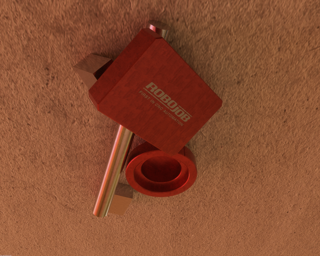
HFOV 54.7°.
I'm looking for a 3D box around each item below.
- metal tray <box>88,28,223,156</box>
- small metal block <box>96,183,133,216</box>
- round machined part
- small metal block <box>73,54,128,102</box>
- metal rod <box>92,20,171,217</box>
[{"bbox_3d":[0.001,-0.031,0.336,0.090,0.030,0.130,-48,134,7],"label":"metal tray"},{"bbox_3d":[-0.076,0.113,0.503,0.050,0.025,0.050,17,128,-15],"label":"small metal block"},{"bbox_3d":[0.002,0.052,0.440,0.099,0.042,0.097,-1,130,0],"label":"round machined part"},{"bbox_3d":[-0.063,-0.052,0.343,0.025,0.050,0.050,-44,129,-18],"label":"small metal block"},{"bbox_3d":[-0.046,0.011,0.398,0.025,0.025,0.298,14,123,-12],"label":"metal rod"}]
